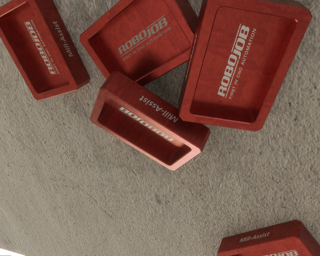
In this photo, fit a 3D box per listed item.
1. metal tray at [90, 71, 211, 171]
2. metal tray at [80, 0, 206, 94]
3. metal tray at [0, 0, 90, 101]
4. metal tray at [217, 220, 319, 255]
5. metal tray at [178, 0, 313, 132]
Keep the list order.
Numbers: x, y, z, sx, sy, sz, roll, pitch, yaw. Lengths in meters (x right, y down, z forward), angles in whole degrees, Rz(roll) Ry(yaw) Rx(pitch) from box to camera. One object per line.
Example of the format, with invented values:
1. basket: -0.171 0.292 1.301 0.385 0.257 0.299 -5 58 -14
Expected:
1. metal tray: -0.016 -0.003 0.376 0.130 0.030 0.090 32 150 -5
2. metal tray: -0.021 -0.100 0.352 0.130 0.030 0.090 -24 106 36
3. metal tray: -0.162 -0.108 0.422 0.090 0.030 0.129 -9 114 32
4. metal tray: 0.158 0.186 0.434 0.130 0.030 0.090 -32 101 38
5. metal tray: 0.075 -0.061 0.304 0.091 0.030 0.129 8 126 -5
